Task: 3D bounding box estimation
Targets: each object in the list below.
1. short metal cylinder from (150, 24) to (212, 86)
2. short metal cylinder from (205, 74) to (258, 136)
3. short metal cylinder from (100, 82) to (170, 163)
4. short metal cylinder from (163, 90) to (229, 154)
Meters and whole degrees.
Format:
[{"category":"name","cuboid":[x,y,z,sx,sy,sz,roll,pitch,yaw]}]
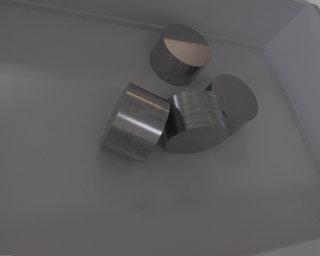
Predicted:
[{"category":"short metal cylinder","cuboid":[0.031,-0.111,0.474,0.081,0.050,0.080,14,56,-21]},{"category":"short metal cylinder","cuboid":[0.098,-0.033,0.462,0.081,0.050,0.080,14,56,-21]},{"category":"short metal cylinder","cuboid":[-0.030,-0.006,0.358,0.050,0.080,0.080,25,53,-13]},{"category":"short metal cylinder","cuboid":[0.042,-0.006,0.396,0.081,0.080,0.050,3,61,-27]}]
